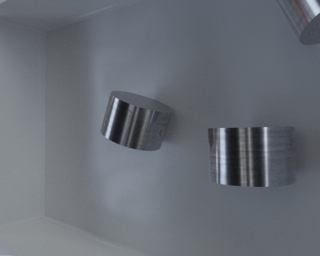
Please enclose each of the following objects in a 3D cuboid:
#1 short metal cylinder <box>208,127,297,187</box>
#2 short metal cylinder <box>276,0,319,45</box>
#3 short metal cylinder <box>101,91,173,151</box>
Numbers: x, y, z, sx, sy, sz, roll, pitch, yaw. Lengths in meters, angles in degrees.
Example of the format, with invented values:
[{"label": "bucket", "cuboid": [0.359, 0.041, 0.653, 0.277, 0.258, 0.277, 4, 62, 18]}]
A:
[{"label": "short metal cylinder", "cuboid": [0.087, 0.025, 0.298, 0.080, 0.081, 0.050, -2, 89, 39]}, {"label": "short metal cylinder", "cuboid": [0.142, -0.113, 0.253, 0.080, 0.081, 0.050, -32, 70, 35]}, {"label": "short metal cylinder", "cuboid": [-0.030, -0.011, 0.393, 0.080, 0.081, 0.050, 28, 108, 36]}]
